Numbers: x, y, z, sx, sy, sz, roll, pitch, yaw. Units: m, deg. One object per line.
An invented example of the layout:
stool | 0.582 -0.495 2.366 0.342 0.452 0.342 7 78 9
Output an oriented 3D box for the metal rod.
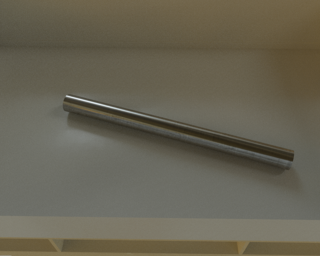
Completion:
metal rod | 0.014 0.002 0.402 0.301 0.025 0.025 15 52 12
